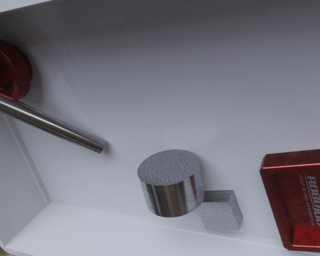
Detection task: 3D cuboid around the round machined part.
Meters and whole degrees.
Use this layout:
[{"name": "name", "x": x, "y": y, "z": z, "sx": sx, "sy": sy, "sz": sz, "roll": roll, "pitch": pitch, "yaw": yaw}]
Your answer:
[{"name": "round machined part", "x": -0.232, "y": -0.088, "z": 0.463, "sx": 0.098, "sy": 0.042, "sz": 0.097, "roll": 13, "pitch": 124, "yaw": 20}]

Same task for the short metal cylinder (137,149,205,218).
[{"name": "short metal cylinder", "x": 0.015, "y": 0.070, "z": 0.407, "sx": 0.080, "sy": 0.080, "sz": 0.050, "roll": 2, "pitch": 119, "yaw": 27}]

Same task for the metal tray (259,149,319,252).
[{"name": "metal tray", "x": 0.180, "y": 0.089, "z": 0.364, "sx": 0.090, "sy": 0.030, "sz": 0.129, "roll": -10, "pitch": 114, "yaw": 32}]

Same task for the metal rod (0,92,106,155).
[{"name": "metal rod", "x": -0.216, "y": -0.034, "z": 0.425, "sx": 0.301, "sy": 0.025, "sz": 0.025, "roll": 27, "pitch": 132, "yaw": -19}]

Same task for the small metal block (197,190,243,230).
[{"name": "small metal block", "x": 0.083, "y": 0.115, "z": 0.435, "sx": 0.050, "sy": 0.025, "sz": 0.050, "roll": -10, "pitch": 114, "yaw": 32}]
